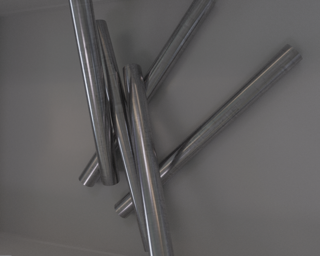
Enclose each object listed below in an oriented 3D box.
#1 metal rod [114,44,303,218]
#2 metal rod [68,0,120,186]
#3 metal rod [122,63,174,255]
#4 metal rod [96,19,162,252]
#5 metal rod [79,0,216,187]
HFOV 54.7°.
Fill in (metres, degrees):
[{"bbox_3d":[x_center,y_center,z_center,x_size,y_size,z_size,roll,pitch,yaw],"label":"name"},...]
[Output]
[{"bbox_3d":[0.050,0.014,0.392,0.299,0.025,0.025,-44,76,14],"label":"metal rod"},{"bbox_3d":[-0.080,-0.063,0.367,0.025,0.025,0.298,4,115,20],"label":"metal rod"},{"bbox_3d":[-0.012,0.056,0.340,0.025,0.025,0.299,-20,63,19],"label":"metal rod"},{"bbox_3d":[-0.045,0.005,0.398,0.025,0.025,0.299,-17,84,19],"label":"metal rod"},{"bbox_3d":[-0.023,-0.044,0.418,0.025,0.025,0.299,38,102,16],"label":"metal rod"}]
